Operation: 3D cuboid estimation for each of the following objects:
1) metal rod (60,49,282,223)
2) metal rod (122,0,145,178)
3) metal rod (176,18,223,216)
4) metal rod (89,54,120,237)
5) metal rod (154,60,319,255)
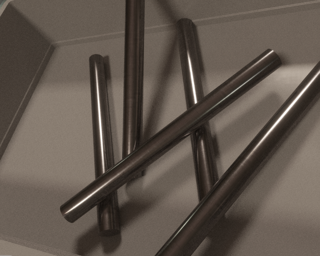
[{"bbox_3d":[0.011,0.011,0.358,0.300,0.025,0.025,-37,51,2],"label":"metal rod"},{"bbox_3d":[-0.033,-0.087,0.396,0.025,0.025,0.298,-1,86,27],"label":"metal rod"},{"bbox_3d":[0.046,-0.036,0.402,0.025,0.025,0.299,-16,55,18],"label":"metal rod"},{"bbox_3d":[-0.084,0.002,0.446,0.025,0.025,0.299,-22,53,14],"label":"metal rod"},{"bbox_3d":[0.102,0.023,0.316,0.301,0.025,0.025,-46,51,-13],"label":"metal rod"}]
